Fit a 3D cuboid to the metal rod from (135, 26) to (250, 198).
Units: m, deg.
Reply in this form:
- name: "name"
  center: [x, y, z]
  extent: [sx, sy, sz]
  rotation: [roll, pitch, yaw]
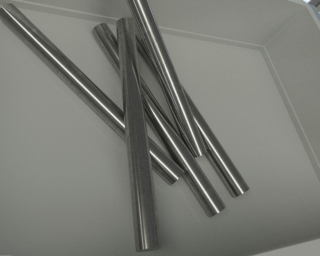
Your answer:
- name: "metal rod"
  center: [0.034, -0.037, 0.448]
  extent: [0.025, 0.025, 0.299]
  rotation: [-21, 73, -36]

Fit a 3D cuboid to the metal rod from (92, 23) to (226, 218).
- name: "metal rod"
  center: [-0.008, -0.019, 0.414]
  extent: [0.025, 0.025, 0.299]
  rotation: [-23, 74, -37]

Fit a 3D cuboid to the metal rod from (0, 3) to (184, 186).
- name: "metal rod"
  center: [-0.086, -0.043, 0.385]
  extent: [0.300, 0.025, 0.025]
  rotation: [44, 51, 2]

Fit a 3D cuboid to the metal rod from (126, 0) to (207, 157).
- name: "metal rod"
  center: [-0.005, -0.100, 0.386]
  extent: [0.025, 0.025, 0.299]
  rotation: [-32, 105, -38]

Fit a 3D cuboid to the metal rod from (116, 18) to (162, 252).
- name: "metal rod"
  center: [-0.030, -0.014, 0.365]
  extent: [0.025, 0.025, 0.299]
  rotation: [6, 59, -26]
